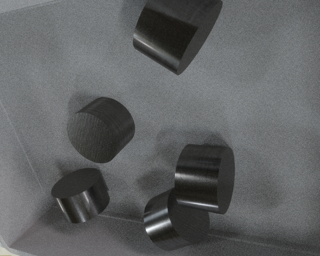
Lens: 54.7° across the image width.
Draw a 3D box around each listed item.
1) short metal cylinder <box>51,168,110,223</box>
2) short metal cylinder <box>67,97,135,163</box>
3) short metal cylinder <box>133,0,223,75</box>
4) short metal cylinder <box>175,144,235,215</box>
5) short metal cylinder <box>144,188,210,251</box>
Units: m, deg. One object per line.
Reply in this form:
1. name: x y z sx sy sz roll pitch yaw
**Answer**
1. short metal cylinder: -0.129 0.109 0.509 0.080 0.080 0.050 -3 117 29
2. short metal cylinder: -0.083 0.003 0.438 0.080 0.050 0.079 13 124 21
3. short metal cylinder: 0.017 -0.099 0.303 0.050 0.080 0.079 34 129 6
4. short metal cylinder: 0.057 0.061 0.381 0.050 0.080 0.079 3 120 27
5. short metal cylinder: 0.024 0.127 0.439 0.050 0.080 0.080 -35 99 38
